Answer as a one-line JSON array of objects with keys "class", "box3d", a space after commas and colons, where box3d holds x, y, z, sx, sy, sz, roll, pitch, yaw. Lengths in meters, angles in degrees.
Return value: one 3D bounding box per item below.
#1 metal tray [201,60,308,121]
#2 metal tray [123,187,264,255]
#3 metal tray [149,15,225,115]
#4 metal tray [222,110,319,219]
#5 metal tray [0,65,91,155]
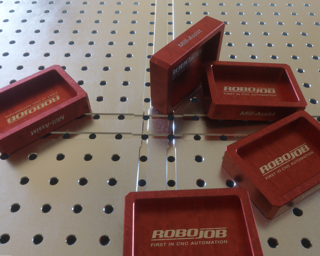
[{"class": "metal tray", "box3d": [0.129, -0.054, 0.442, 0.131, 0.030, 0.090, 1, 51, -5]}, {"class": "metal tray", "box3d": [0.030, 0.109, 0.312, 0.131, 0.030, 0.090, -2, 50, -2]}, {"class": "metal tray", "box3d": [0.039, -0.089, 0.440, 0.030, 0.090, 0.131, 32, 57, 24]}, {"class": "metal tray", "box3d": [0.153, 0.038, 0.373, 0.131, 0.030, 0.090, -24, 54, -19]}, {"class": "metal tray", "box3d": [-0.176, -0.030, 0.429, 0.131, 0.030, 0.090, -32, 57, -24]}]
